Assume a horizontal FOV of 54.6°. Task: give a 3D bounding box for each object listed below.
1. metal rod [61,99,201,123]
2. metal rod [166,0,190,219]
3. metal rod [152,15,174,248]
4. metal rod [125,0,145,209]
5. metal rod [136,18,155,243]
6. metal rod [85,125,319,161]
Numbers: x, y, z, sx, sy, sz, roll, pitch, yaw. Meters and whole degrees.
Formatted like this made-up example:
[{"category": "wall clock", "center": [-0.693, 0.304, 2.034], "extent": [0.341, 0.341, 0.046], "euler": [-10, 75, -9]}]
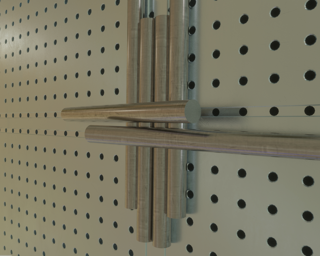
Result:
[{"category": "metal rod", "center": [-0.064, -0.021, 0.433], "extent": [0.299, 0.025, 0.025], "euler": [2, 91, 49]}, {"category": "metal rod", "center": [0.023, -0.038, 0.390], "extent": [0.025, 0.025, 0.298], "euler": [1, 91, 40]}, {"category": "metal rod", "center": [0.004, 0.005, 0.408], "extent": [0.025, 0.025, 0.298], "euler": [1, 91, 40]}, {"category": "metal rod", "center": [-0.035, -0.037, 0.439], "extent": [0.025, 0.025, 0.298], "euler": [1, 91, 40]}, {"category": "metal rod", "center": [-0.017, 0.003, 0.423], "extent": [0.025, 0.025, 0.298], "euler": [2, 91, 40]}, {"category": "metal rod", "center": [0.032, 0.013, 0.357], "extent": [0.300, 0.025, 0.025], "euler": [2, 92, 31]}]
